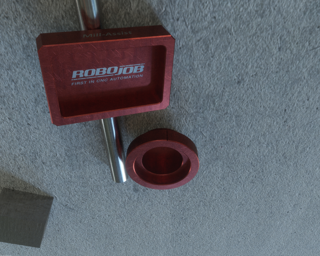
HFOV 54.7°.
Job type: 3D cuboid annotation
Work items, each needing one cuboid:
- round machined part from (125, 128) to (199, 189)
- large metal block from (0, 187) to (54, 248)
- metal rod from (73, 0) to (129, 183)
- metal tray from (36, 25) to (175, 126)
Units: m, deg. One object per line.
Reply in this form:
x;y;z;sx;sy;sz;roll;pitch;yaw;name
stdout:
0.003;0.038;0.429;0.099;0.042;0.097;-1;130;0;round machined part
-0.230;0.151;0.516;0.081;0.050;0.079;15;128;-13;large metal block
-0.066;-0.040;0.372;0.025;0.025;0.298;-2;130;1;metal rod
-0.053;-0.055;0.326;0.131;0.030;0.089;-10;131;-18;metal tray
